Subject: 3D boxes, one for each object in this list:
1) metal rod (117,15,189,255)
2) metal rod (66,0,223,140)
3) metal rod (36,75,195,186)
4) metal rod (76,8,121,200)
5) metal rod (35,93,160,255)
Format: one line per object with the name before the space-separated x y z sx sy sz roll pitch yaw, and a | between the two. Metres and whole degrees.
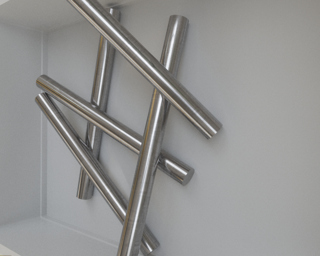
metal rod | -0.008 0.010 0.379 0.025 0.025 0.298 10 86 39
metal rod | -0.043 -0.101 0.356 0.300 0.025 0.025 45 121 -1
metal rod | -0.080 -0.008 0.447 0.300 0.025 0.025 31 110 27
metal rod | -0.098 -0.032 0.488 0.025 0.025 0.298 17 101 38
metal rod | -0.103 0.058 0.464 0.300 0.025 0.025 49 120 19
